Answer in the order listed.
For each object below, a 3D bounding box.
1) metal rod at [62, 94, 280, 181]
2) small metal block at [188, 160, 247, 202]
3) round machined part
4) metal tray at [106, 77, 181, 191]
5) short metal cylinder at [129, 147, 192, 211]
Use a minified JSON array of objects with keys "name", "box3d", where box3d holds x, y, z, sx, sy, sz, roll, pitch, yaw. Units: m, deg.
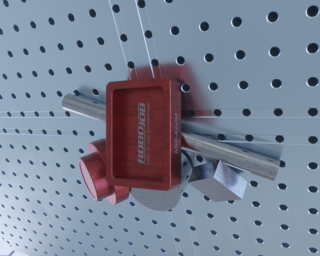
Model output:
[{"name":"metal rod","box3d":[0.001,0.006,0.409,0.301,0.025,0.025,18,126,17]},{"name":"small metal block","box3d":[0.073,0.069,0.397,0.050,0.025,0.050,38,147,-18]},{"name":"round machined part","box3d":[-0.086,0.068,0.452,0.098,0.042,0.097,43,145,42]},{"name":"metal tray","box3d":[-0.021,0.007,0.380,0.090,0.030,0.129,0,89,27]},{"name":"short metal cylinder","box3d":[-0.001,0.068,0.433,0.080,0.050,0.079,13,124,21]}]
